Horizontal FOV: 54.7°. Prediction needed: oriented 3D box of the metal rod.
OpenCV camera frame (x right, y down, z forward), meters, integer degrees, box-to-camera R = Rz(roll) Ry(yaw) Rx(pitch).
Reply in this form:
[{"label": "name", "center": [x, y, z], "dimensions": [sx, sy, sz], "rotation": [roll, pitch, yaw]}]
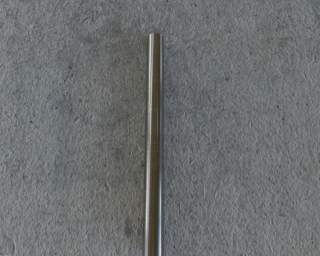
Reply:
[{"label": "metal rod", "center": [-0.007, 0.008, 0.406], "dimensions": [0.025, 0.025, 0.299], "rotation": [0, 70, 0]}]
